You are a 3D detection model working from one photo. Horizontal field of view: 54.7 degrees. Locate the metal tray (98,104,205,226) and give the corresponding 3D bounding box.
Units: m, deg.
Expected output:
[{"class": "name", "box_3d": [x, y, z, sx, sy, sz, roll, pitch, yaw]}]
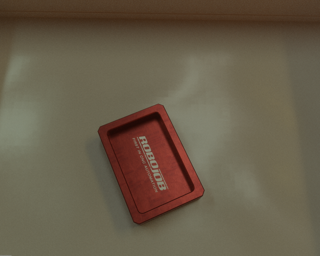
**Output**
[{"class": "metal tray", "box_3d": [-0.013, 0.044, 0.390, 0.091, 0.030, 0.130, -22, 72, -8]}]
